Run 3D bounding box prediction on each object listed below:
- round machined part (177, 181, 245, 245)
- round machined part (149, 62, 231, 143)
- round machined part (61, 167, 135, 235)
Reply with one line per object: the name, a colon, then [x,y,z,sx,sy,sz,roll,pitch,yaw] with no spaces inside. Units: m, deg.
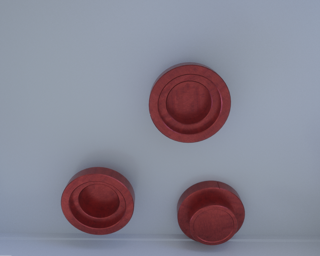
round machined part: [0.075,0.130,0.450,0.099,0.042,0.097,0,110,0]
round machined part: [0.036,-0.034,0.390,0.099,0.042,0.097,0,110,0]
round machined part: [-0.084,0.098,0.437,0.099,0.042,0.097,0,110,0]
